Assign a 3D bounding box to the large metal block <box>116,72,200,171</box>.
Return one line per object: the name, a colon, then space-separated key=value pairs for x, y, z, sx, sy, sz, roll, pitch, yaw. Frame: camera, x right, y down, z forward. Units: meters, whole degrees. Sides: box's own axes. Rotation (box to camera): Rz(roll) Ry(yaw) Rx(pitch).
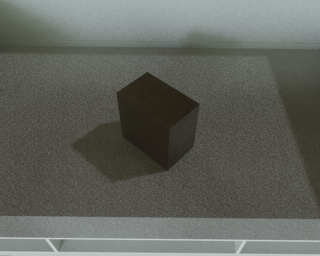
large metal block: x=-0.003 y=-0.008 z=0.376 sx=0.080 sy=0.080 sz=0.050 roll=35 pitch=58 yaw=25
